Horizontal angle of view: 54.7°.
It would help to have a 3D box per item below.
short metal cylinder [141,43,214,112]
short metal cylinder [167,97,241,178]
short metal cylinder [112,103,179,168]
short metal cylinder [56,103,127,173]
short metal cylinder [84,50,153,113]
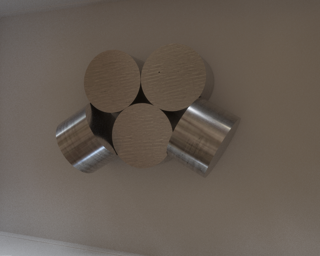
[{"bbox_3d":[0.023,-0.060,0.387,0.080,0.050,0.080,0,90,20],"label":"short metal cylinder"},{"bbox_3d":[0.051,0.011,0.361,0.050,0.080,0.080,31,100,17],"label":"short metal cylinder"},{"bbox_3d":[-0.014,0.009,0.400,0.080,0.050,0.080,0,90,20],"label":"short metal cylinder"},{"bbox_3d":[-0.089,0.013,0.411,0.050,0.080,0.080,-32,80,17],"label":"short metal cylinder"},{"bbox_3d":[-0.053,-0.059,0.414,0.080,0.050,0.080,0,90,20],"label":"short metal cylinder"}]
